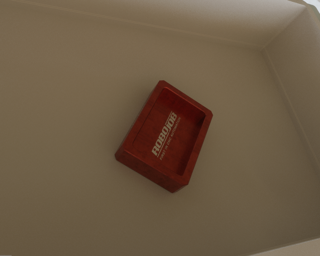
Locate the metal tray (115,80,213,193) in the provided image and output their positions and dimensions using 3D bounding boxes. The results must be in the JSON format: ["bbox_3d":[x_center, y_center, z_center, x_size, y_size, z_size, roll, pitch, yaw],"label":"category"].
[{"bbox_3d":[0.010,0.007,0.405,0.090,0.030,0.130,32,51,-8],"label":"metal tray"}]
